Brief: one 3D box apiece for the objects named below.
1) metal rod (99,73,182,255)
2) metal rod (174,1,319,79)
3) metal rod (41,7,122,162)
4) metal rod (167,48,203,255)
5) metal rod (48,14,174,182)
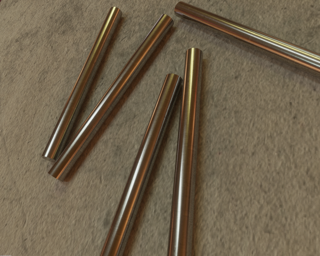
[{"bbox_3d":[-0.026,0.062,0.377,0.025,0.025,0.300,6,64,30],"label":"metal rod"},{"bbox_3d":[0.124,-0.118,0.410,0.025,0.025,0.300,-47,52,-5],"label":"metal rod"},{"bbox_3d":[-0.123,-0.085,0.517,0.025,0.025,0.300,3,63,29],"label":"metal rod"},{"bbox_3d":[0.032,0.025,0.370,0.025,0.025,0.299,-7,58,24],"label":"metal rod"},{"bbox_3d":[-0.067,-0.053,0.469,0.025,0.025,0.300,23,74,36],"label":"metal rod"}]
